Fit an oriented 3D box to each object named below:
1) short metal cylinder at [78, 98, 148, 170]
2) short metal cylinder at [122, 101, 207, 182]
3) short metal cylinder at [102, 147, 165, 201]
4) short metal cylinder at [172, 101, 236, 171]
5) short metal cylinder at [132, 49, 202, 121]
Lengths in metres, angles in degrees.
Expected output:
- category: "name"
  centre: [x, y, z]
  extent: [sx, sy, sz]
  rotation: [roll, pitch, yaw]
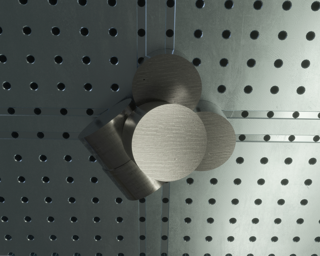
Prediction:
- category: "short metal cylinder"
  centre: [-0.053, 0.007, 0.386]
  extent: [0.080, 0.080, 0.050]
  rotation: [-32, 107, 11]
- category: "short metal cylinder"
  centre: [0.003, 0.012, 0.336]
  extent: [0.081, 0.050, 0.079]
  rotation: [-3, 98, -18]
- category: "short metal cylinder"
  centre: [-0.027, 0.047, 0.401]
  extent: [0.080, 0.080, 0.050]
  rotation: [-32, 107, 11]
- category: "short metal cylinder"
  centre: [0.053, 0.009, 0.403]
  extent: [0.081, 0.050, 0.079]
  rotation: [0, 110, -1]
- category: "short metal cylinder"
  centre: [0.008, -0.054, 0.379]
  extent: [0.081, 0.050, 0.079]
  rotation: [0, 110, -1]
